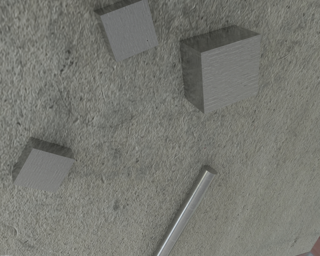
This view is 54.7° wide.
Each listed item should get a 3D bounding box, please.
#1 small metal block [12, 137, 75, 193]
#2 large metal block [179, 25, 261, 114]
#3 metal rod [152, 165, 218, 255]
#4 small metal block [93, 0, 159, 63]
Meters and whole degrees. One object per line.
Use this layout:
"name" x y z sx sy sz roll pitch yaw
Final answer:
"small metal block" -0.136 0.044 0.361 0.050 0.025 0.050 23 106 -37
"large metal block" 0.075 -0.074 0.387 0.081 0.050 0.079 -21 127 -16
"metal rod" 0.017 0.194 0.538 0.025 0.025 0.298 14 111 -35
"small metal block" -0.034 -0.104 0.325 0.050 0.025 0.050 -26 128 -13
